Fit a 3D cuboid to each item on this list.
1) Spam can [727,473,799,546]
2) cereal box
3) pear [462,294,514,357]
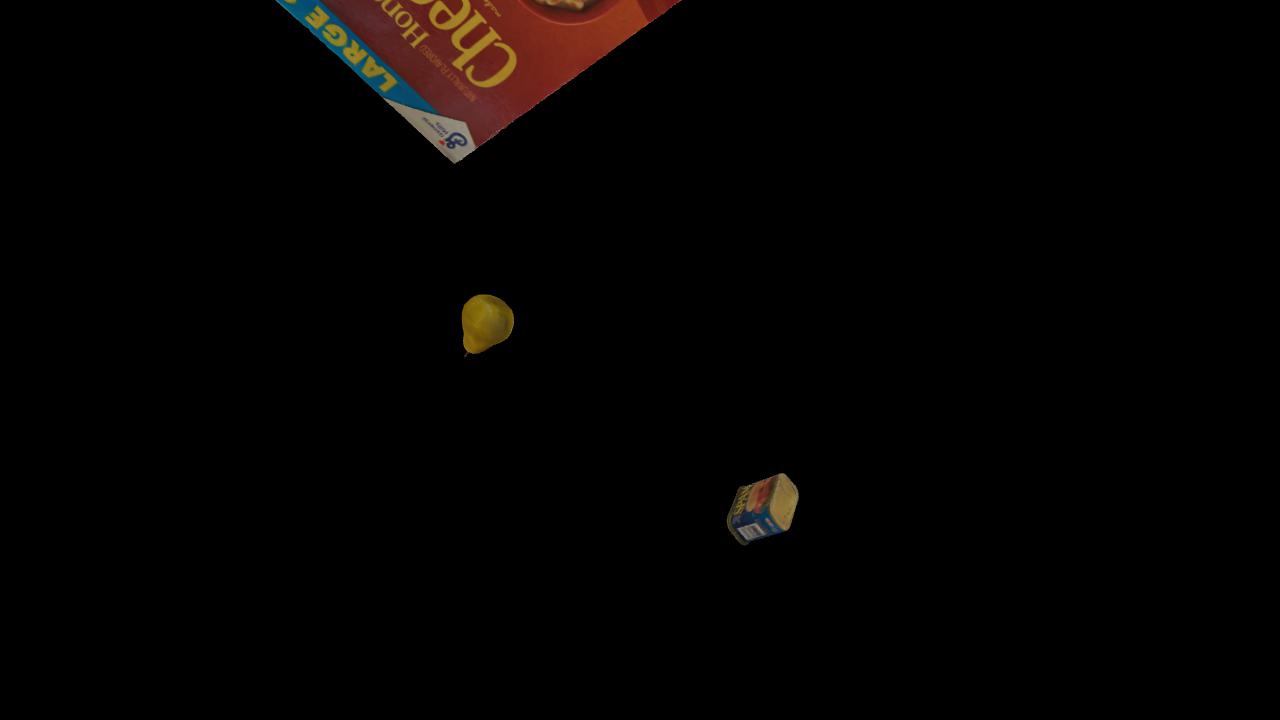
[{"bbox_3d":[0.196,0.235,0.974,0.085,0.058,0.101,-31,14,39],"label":"Spam can"},{"bbox_3d":[-0.079,-0.281,0.373,0.306,0.081,0.203,-24,-43,24],"label":"cereal box"},{"bbox_3d":[-0.238,-0.040,0.917,0.080,0.111,0.080,27,18,-9],"label":"pear"}]
